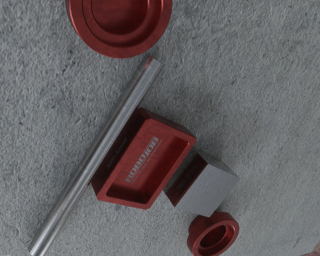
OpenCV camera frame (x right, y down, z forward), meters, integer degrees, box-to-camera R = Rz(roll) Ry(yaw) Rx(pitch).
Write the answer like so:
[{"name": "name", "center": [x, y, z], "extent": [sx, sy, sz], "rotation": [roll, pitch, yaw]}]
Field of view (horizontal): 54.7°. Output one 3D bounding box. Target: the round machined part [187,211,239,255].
[{"name": "round machined part", "center": [0.091, 0.189, 0.563], "extent": [0.099, 0.042, 0.097], "rotation": [-14, 124, -21]}]

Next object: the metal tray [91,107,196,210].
[{"name": "metal tray", "center": [-0.022, 0.046, 0.420], "extent": [0.090, 0.030, 0.129], "rotation": [24, 106, -37]}]

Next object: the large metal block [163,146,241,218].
[{"name": "large metal block", "center": [0.062, 0.083, 0.476], "extent": [0.080, 0.050, 0.080], "rotation": [27, 104, -37]}]

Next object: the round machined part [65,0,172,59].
[{"name": "round machined part", "center": [-0.041, -0.121, 0.299], "extent": [0.099, 0.042, 0.097], "rotation": [-14, 124, -21]}]

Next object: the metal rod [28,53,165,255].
[{"name": "metal rod", "center": [-0.085, 0.043, 0.386], "extent": [0.025, 0.025, 0.299], "rotation": [24, 105, -37]}]
